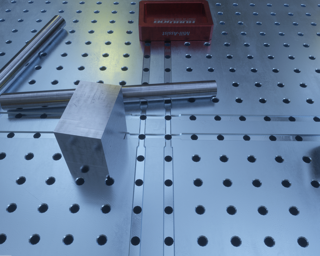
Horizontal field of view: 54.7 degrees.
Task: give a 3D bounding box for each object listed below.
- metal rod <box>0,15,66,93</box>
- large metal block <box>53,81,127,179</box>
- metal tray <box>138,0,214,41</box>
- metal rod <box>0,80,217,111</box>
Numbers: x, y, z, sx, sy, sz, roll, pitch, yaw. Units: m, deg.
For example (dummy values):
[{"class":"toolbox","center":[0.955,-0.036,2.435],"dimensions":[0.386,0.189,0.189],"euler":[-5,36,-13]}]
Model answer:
[{"class":"metal rod","center":[-0.230,-0.087,0.477],"dimensions":[0.025,0.025,0.300],"euler":[14,51,11]},{"class":"large metal block","center":[-0.077,0.003,0.369],"dimensions":[0.050,0.080,0.080],"euler":[8,51,6]},{"class":"metal tray","center":[0.027,-0.200,0.572],"dimensions":[0.131,0.030,0.090],"euler":[-1,50,-2]},{"class":"metal rod","center":[-0.069,-0.048,0.446],"dimensions":[0.302,0.025,0.025],"euler":[-4,50,-4]}]
